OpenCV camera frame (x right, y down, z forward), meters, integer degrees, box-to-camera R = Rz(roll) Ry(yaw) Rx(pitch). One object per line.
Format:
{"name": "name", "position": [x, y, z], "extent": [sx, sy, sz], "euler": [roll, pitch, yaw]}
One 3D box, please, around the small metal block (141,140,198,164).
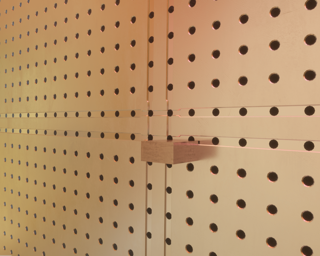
{"name": "small metal block", "position": [0.012, 0.028, 0.384], "extent": [0.050, 0.050, 0.025], "euler": [1, 91, 40]}
